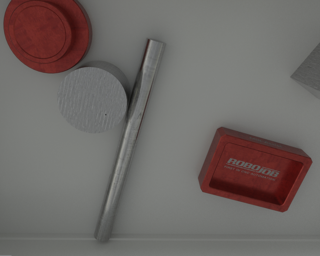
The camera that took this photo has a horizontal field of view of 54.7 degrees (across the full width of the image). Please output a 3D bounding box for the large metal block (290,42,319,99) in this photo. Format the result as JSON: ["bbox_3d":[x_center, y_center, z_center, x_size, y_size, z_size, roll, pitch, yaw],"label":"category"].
[{"bbox_3d":[0.213,-0.069,0.359,0.050,0.080,0.080,33,106,-12],"label":"large metal block"}]

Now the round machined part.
[{"bbox_3d":[-0.132,-0.112,0.359,0.099,0.042,0.097,0,110,-1],"label":"round machined part"}]

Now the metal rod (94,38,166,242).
[{"bbox_3d":[-0.046,0.029,0.421,0.025,0.025,0.298,15,109,-6],"label":"metal rod"}]

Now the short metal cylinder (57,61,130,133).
[{"bbox_3d":[-0.079,-0.039,0.382,0.081,0.050,0.079,0,110,-1],"label":"short metal cylinder"}]

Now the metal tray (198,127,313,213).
[{"bbox_3d":[0.130,0.059,0.432,0.131,0.030,0.089,15,109,-6],"label":"metal tray"}]
